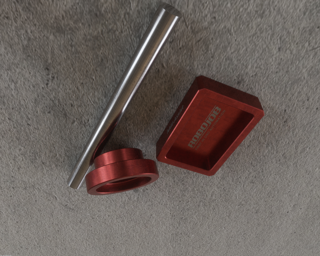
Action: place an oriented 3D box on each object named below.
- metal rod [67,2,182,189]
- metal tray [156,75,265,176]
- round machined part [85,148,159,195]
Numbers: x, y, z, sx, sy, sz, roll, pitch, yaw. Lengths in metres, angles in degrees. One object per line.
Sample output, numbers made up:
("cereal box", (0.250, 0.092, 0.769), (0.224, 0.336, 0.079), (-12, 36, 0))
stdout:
("metal rod", (-0.060, -0.017, 0.391), (0.025, 0.025, 0.298), (22, 127, -18))
("metal tray", (0.060, 0.003, 0.407), (0.091, 0.030, 0.129), (18, 128, -16))
("round machined part", (-0.054, 0.059, 0.427), (0.099, 0.042, 0.098), (-13, 160, -5))
